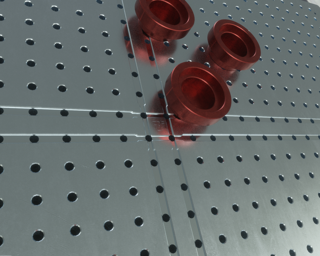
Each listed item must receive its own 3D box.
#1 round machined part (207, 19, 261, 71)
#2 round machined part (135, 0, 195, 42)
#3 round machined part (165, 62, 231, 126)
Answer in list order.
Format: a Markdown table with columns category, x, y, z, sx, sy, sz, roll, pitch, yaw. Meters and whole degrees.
| category | x | y | z | sx | sy | sz | roll | pitch | yaw |
| --- | --- | --- | --- | --- | --- | --- | --- | --- | --- |
| round machined part | 0.126 | -0.141 | 0.550 | 0.099 | 0.042 | 0.098 | 13 | 56 | -21 |
| round machined part | 0.004 | -0.182 | 0.510 | 0.099 | 0.042 | 0.098 | 13 | 56 | -21 |
| round machined part | 0.051 | -0.045 | 0.452 | 0.099 | 0.042 | 0.098 | 13 | 56 | -21 |
